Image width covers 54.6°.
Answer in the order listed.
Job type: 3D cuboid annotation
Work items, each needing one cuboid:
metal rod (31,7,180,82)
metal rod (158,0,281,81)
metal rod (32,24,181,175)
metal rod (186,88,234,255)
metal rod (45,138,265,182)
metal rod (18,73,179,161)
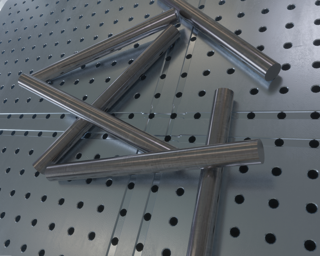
[{"bbox_3d":[-0.107,-0.135,0.542,0.300,0.025,0.025,-18,55,20],"label":"metal rod"},{"bbox_3d":[0.066,-0.160,0.472,0.025,0.025,0.300,-39,51,2],"label":"metal rod"},{"bbox_3d":[-0.079,-0.046,0.479,0.300,0.025,0.025,-46,51,-5],"label":"metal rod"},{"bbox_3d":[0.049,0.088,0.329,0.025,0.025,0.300,0,61,28],"label":"metal rod"},{"bbox_3d":[-0.030,0.044,0.376,0.300,0.025,0.025,-10,57,30],"label":"metal rod"},{"bbox_3d":[-0.103,-0.022,0.446,0.300,0.025,0.025,25,75,27],"label":"metal rod"}]
